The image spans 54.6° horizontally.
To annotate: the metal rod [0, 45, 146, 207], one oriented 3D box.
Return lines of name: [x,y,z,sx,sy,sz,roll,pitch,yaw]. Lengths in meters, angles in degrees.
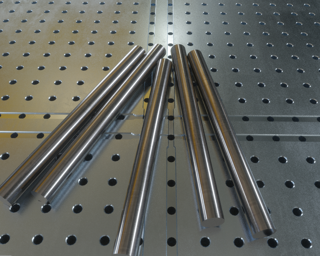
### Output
metal rod: [-0.103,-0.023,0.426,0.025,0.025,0.301,22,53,17]

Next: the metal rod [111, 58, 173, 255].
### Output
metal rod: [-0.014,0.013,0.397,0.025,0.025,0.300,6,50,5]

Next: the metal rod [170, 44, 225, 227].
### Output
metal rod: [0.043,-0.015,0.421,0.025,0.025,0.300,-4,50,-3]

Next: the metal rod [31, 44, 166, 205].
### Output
metal rod: [-0.067,-0.026,0.430,0.025,0.025,0.301,20,53,16]

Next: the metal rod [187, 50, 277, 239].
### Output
metal rod: [0.082,-0.005,0.412,0.025,0.025,0.300,-7,50,-6]
